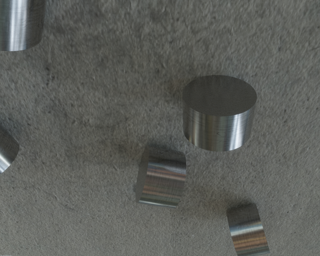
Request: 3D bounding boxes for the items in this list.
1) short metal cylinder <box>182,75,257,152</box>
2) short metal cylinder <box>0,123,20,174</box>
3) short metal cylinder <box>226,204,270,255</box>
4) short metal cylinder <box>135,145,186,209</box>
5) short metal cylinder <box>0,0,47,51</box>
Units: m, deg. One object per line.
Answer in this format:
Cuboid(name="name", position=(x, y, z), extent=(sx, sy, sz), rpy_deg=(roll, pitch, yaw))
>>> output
Cuboid(name="short metal cylinder", position=(0.066, -0.019, 0.356), extent=(0.080, 0.080, 0.050), rpy_deg=(-3, 130, 2))
Cuboid(name="short metal cylinder", position=(-0.230, 0.027, 0.391), extent=(0.080, 0.080, 0.050), rpy_deg=(-16, 128, 13))
Cuboid(name="short metal cylinder", position=(0.148, 0.172, 0.520), extent=(0.050, 0.080, 0.080), rpy_deg=(-16, 129, 13))
Cuboid(name="short metal cylinder", position=(-0.001, 0.067, 0.429), extent=(0.050, 0.080, 0.079), rpy_deg=(12, 129, -10))
Cuboid(name="short metal cylinder", position=(-0.144, -0.112, 0.274), extent=(0.081, 0.080, 0.050), rpy_deg=(15, 128, -13))
